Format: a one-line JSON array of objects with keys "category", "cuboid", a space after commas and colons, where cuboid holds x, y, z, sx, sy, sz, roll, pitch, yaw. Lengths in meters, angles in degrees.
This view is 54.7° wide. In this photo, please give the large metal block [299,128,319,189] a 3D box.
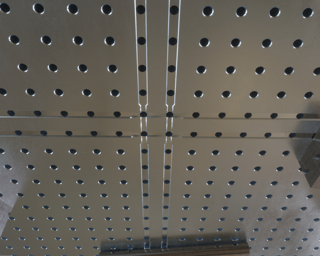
[{"category": "large metal block", "cuboid": [0.258, 0.043, 0.434, 0.081, 0.050, 0.079, 5, 130, -5]}]

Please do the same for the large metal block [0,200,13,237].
[{"category": "large metal block", "cuboid": [-0.307, 0.167, 0.515, 0.080, 0.080, 0.050, -26, 126, 20]}]

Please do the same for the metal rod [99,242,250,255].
[{"category": "metal rod", "cuboid": [0.026, 0.255, 0.628, 0.302, 0.025, 0.025, -5, 130, 4]}]
